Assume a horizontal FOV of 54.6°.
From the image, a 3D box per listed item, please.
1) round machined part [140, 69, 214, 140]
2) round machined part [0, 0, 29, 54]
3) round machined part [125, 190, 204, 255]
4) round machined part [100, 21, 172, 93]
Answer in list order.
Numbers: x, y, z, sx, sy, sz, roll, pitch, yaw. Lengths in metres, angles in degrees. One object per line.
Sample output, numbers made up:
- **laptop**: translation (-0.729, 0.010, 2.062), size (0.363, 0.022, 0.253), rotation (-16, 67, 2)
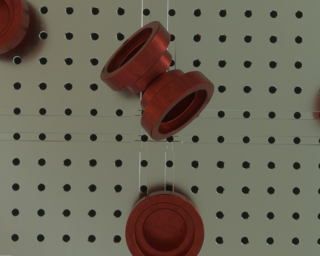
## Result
- **round machined part**: translation (0.016, -0.033, 0.380), size (0.098, 0.098, 0.042), rotation (-40, 70, 0)
- **round machined part**: translation (-0.219, -0.143, 0.403), size (0.099, 0.042, 0.097), rotation (0, 90, 0)
- **round machined part**: translation (0.006, 0.130, 0.405), size (0.099, 0.042, 0.097), rotation (0, 90, 0)
- **round machined part**: translation (-0.024, -0.081, 0.383), size (0.098, 0.098, 0.042), rotation (-46, 117, 0)
